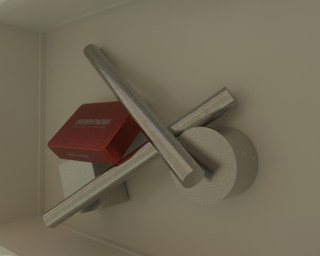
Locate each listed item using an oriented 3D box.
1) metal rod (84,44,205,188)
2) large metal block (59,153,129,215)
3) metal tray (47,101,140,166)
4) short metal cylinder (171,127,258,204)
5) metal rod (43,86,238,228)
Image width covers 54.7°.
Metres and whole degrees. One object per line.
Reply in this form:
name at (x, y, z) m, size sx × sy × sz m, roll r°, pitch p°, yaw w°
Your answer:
metal rod at (-0.039, -0.037, 0.397) m, size 0.300 × 0.025 × 0.025 m, roll 50°, pitch 120°, yaw 42°
large metal block at (-0.101, 0.082, 0.466) m, size 0.080 × 0.050 × 0.080 m, roll -24°, pitch 75°, yaw 37°
metal tray at (-0.089, 0.004, 0.436) m, size 0.130 × 0.030 × 0.090 m, roll 1°, pitch 46°, yaw 41°
short metal cylinder at (0.058, 0.038, 0.338) m, size 0.080 × 0.050 × 0.079 m, roll 0°, pitch 90°, yaw 39°
metal rod at (-0.037, 0.046, 0.385) m, size 0.300 × 0.025 × 0.025 m, roll -35°, pitch 68°, yaw 19°
